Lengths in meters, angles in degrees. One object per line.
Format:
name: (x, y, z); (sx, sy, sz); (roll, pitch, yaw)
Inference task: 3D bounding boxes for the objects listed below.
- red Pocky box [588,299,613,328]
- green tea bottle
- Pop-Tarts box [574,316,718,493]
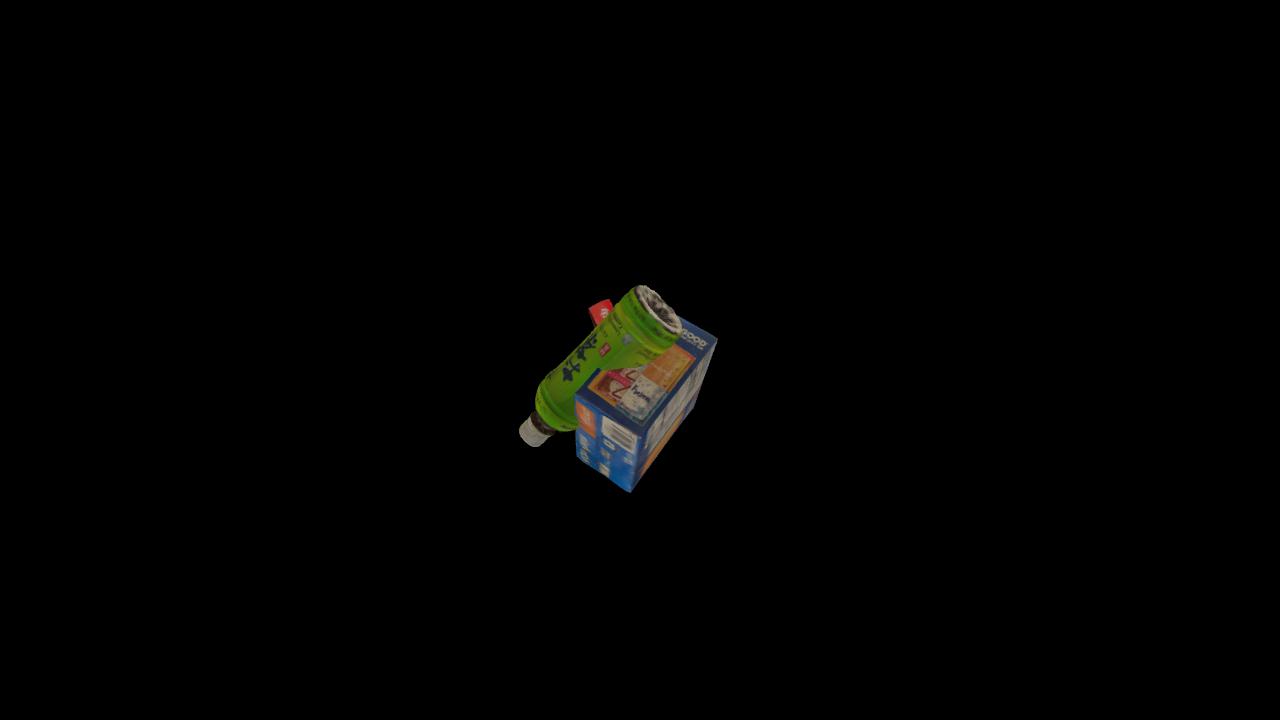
red Pocky box: (-0.020, 0.004, 0.688); (0.028, 0.083, 0.155); (-22, -23, -5)
green tea bottle: (-0.050, 0.017, 0.641); (0.212, 0.073, 0.073); (-45, -21, 22)
Pop-Tarts box: (0.002, 0.046, 0.675); (0.083, 0.141, 0.167); (34, -27, 13)
